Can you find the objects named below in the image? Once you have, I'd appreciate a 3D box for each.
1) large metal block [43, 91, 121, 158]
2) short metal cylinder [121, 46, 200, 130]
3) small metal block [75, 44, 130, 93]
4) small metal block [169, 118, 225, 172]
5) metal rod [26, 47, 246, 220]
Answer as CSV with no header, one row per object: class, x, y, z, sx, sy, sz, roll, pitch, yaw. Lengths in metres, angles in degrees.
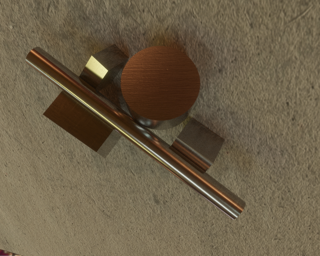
large metal block,-0.096,-0.006,0.414,0.080,0.050,0.080,35,169,4
short metal cylinder,0.000,-0.041,0.338,0.080,0.080,0.050,34,170,5
small metal block,-0.071,-0.072,0.384,0.025,0.050,0.050,44,129,-2
small metal block,0.045,0.021,0.377,0.050,0.050,0.025,35,129,4
metal rod,-0.030,0.004,0.361,0.300,0.025,0.025,37,129,3
